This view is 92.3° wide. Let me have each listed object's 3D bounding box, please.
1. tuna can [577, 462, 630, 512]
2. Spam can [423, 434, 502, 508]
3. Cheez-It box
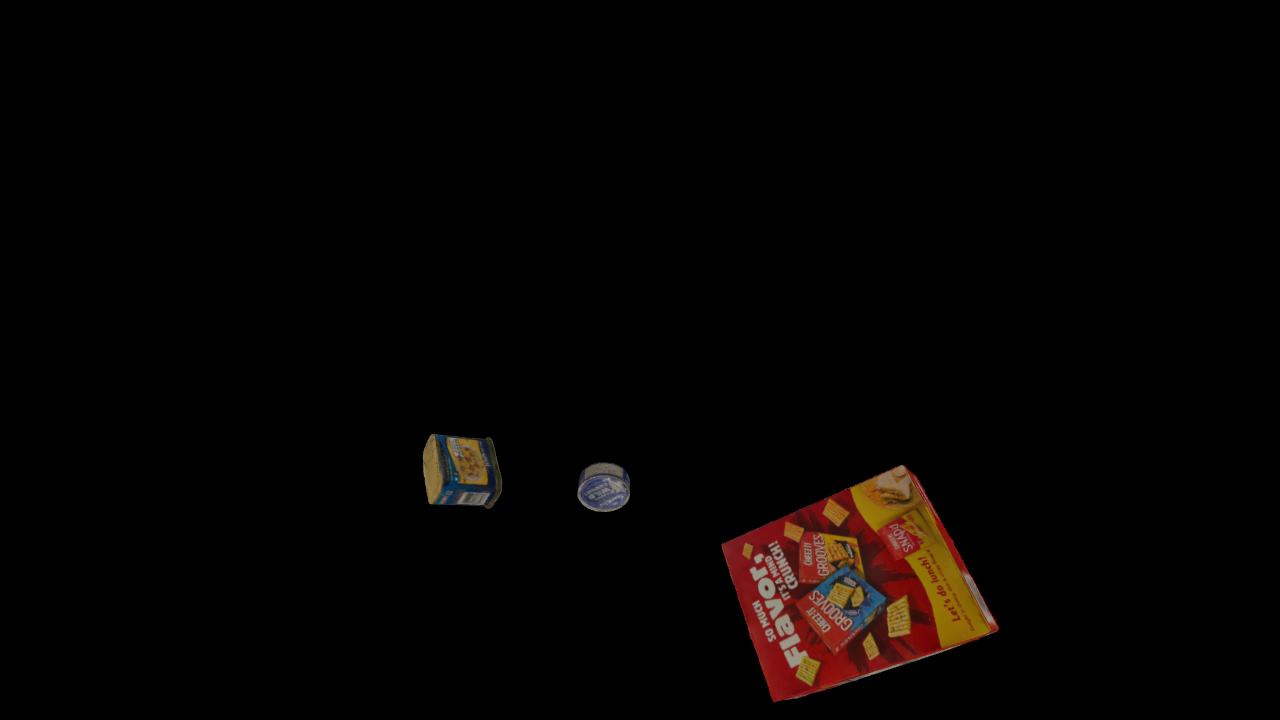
[{"bbox_3d":[-0.058,0.205,0.990,0.084,0.084,0.034,0,35,-2],"label":"tuna can"},{"bbox_3d":[-0.247,0.152,0.848,0.085,0.058,0.101,12,36,-37],"label":"Spam can"},{"bbox_3d":[0.213,0.231,0.633,0.223,0.166,0.071,-32,-36,21],"label":"Cheez-It box"}]
